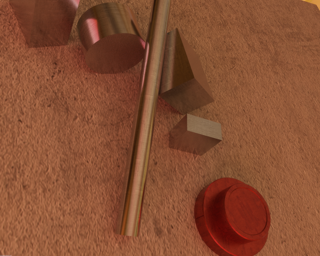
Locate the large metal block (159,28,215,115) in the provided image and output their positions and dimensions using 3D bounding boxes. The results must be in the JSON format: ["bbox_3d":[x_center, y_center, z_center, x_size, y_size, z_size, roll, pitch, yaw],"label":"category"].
[{"bbox_3d":[0.028,-0.074,0.426,0.080,0.050,0.080,32,39,-58],"label":"large metal block"}]

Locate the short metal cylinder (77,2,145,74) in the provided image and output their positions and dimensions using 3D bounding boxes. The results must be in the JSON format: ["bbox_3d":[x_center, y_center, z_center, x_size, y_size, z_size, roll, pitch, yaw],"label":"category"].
[{"bbox_3d":[-0.063,-0.115,0.406,0.081,0.080,0.050,-6,65,-31],"label":"short metal cylinder"}]

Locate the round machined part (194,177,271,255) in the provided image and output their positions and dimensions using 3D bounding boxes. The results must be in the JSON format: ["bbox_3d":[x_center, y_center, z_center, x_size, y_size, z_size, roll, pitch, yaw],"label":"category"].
[{"bbox_3d":[0.095,0.107,0.381,0.099,0.042,0.098,14,56,-21],"label":"round machined part"}]

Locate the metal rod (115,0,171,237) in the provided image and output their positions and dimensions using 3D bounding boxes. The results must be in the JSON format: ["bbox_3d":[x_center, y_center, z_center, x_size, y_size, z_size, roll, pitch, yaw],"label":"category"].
[{"bbox_3d":[-0.016,-0.030,0.366,0.025,0.025,0.299,14,71,-21],"label":"metal rod"}]

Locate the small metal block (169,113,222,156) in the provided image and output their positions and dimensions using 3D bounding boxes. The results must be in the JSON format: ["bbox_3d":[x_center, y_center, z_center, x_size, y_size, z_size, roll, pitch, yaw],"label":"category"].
[{"bbox_3d":[0.046,0.010,0.408,0.050,0.050,0.025,16,56,-20],"label":"small metal block"}]

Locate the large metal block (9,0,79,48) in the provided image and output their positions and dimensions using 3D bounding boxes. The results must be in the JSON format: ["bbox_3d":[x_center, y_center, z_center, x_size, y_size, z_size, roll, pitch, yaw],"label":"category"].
[{"bbox_3d":[-0.147,-0.159,0.387,0.050,0.080,0.080,-16,71,-35],"label":"large metal block"}]
